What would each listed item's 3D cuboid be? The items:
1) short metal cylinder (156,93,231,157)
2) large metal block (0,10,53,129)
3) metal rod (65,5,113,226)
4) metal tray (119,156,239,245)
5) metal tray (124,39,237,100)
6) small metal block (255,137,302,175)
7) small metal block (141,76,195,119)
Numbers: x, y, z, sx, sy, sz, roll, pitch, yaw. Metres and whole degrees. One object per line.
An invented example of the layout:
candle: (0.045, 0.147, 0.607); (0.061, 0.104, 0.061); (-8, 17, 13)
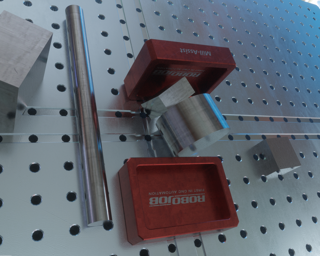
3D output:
short metal cylinder: (0.042, -0.001, 0.395); (0.081, 0.080, 0.050); (-17, 71, -35)
large metal block: (-0.158, -0.058, 0.324); (0.050, 0.080, 0.080); (23, 53, -14)
metal rod: (-0.092, -0.035, 0.379); (0.025, 0.025, 0.299); (1, 61, -28)
metal tray: (0.023, 0.081, 0.367); (0.131, 0.030, 0.090); (2, 61, -27)
metal tray: (0.027, -0.075, 0.426); (0.131, 0.090, 0.030); (-3, 63, -30)
small metal block: (0.183, 0.043, 0.480); (0.050, 0.025, 0.050); (-3, 63, -30)
small metal block: (0.010, -0.039, 0.413); (0.050, 0.050, 0.025); (-39, 101, -28)
